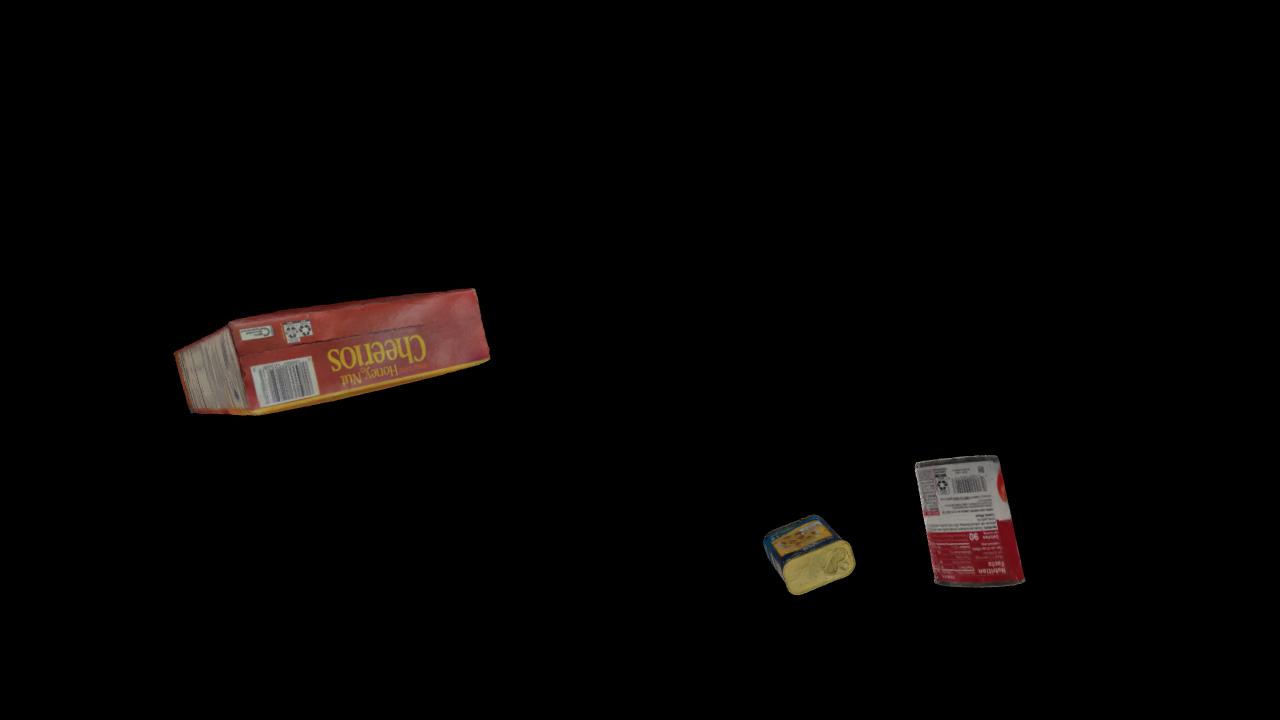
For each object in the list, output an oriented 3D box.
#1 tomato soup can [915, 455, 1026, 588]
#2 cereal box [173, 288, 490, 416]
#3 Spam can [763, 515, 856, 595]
[{"bbox_3d":[0.274,0.134,0.518,0.068,0.101,0.068,-5,-14,-1],"label":"tomato soup can"},{"bbox_3d":[-0.316,-0.004,0.612,0.203,0.081,0.306,-16,7,-43],"label":"cereal box"},{"bbox_3d":[0.233,0.269,0.862,0.101,0.058,0.085,-19,15,-5],"label":"Spam can"}]
